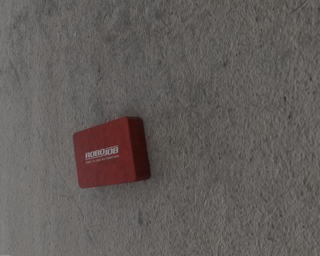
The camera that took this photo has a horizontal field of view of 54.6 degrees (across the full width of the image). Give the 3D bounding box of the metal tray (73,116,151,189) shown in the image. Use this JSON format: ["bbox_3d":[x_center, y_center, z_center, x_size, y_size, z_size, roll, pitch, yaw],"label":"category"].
[{"bbox_3d":[-0.077,0.040,0.467,0.130,0.030,0.090,-15,81,39],"label":"metal tray"}]
